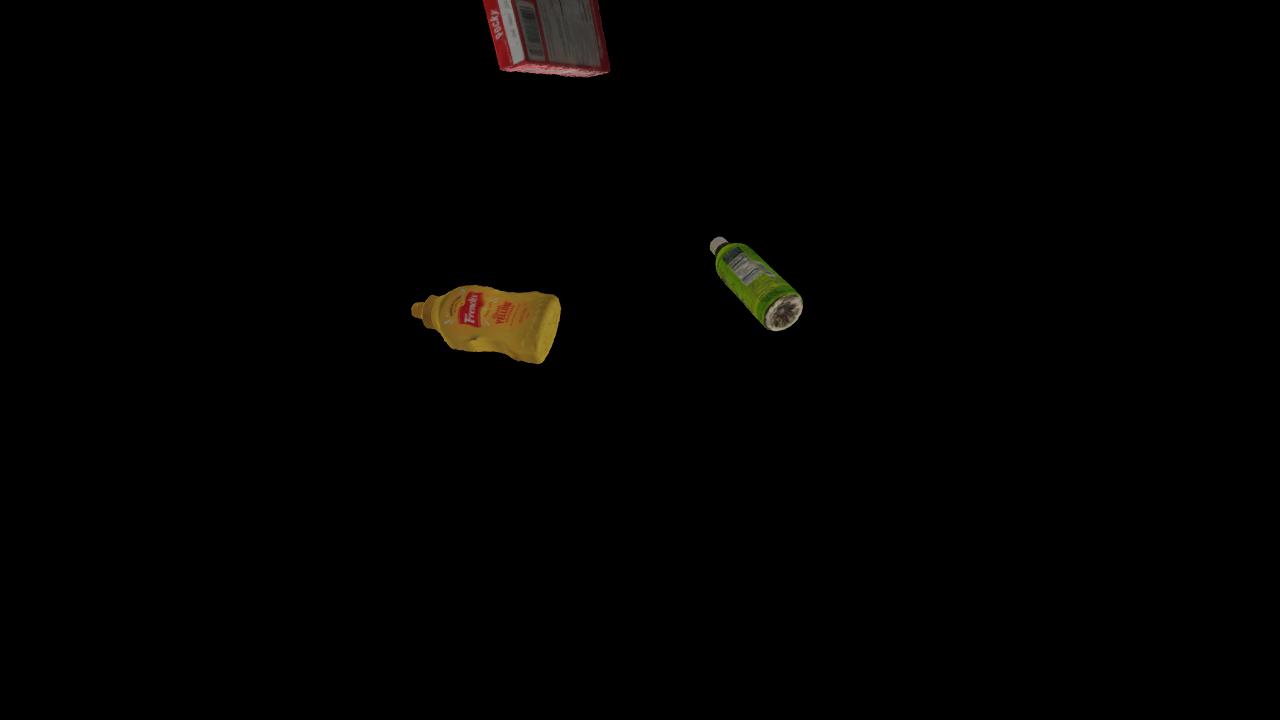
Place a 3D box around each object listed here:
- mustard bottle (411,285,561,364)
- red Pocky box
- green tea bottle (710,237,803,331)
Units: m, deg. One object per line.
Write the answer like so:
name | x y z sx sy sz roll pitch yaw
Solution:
mustard bottle | -0.197 -0.050 0.762 0.184 0.092 0.054 9 -24 10
red Pocky box | -0.073 -0.276 0.497 0.028 0.083 0.155 -4 19 24
green tea bottle | 0.170 -0.131 0.961 0.073 0.073 0.212 0 39 -28
